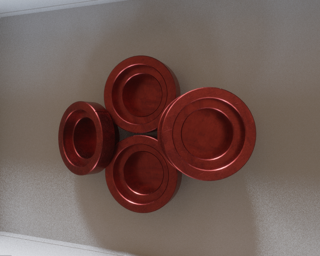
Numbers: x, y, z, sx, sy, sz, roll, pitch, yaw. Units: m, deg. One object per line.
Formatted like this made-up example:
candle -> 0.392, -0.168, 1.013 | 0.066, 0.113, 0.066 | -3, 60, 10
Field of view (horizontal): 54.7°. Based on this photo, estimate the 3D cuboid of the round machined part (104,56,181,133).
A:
round machined part -> -0.020, -0.042, 0.406 | 0.098, 0.042, 0.097 | 0, 90, 20

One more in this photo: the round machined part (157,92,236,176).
round machined part -> 0.046, 0.006, 0.372 | 0.099, 0.042, 0.097 | 0, 89, -3

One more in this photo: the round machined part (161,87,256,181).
round machined part -> 0.050, 0.006, 0.341 | 0.099, 0.042, 0.097 | 0, 90, -2

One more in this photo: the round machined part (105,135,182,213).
round machined part -> -0.018, 0.057, 0.405 | 0.098, 0.042, 0.097 | 0, 90, 20

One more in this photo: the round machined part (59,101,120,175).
round machined part -> -0.093, 0.013, 0.422 | 0.098, 0.042, 0.097 | 0, 89, 40
